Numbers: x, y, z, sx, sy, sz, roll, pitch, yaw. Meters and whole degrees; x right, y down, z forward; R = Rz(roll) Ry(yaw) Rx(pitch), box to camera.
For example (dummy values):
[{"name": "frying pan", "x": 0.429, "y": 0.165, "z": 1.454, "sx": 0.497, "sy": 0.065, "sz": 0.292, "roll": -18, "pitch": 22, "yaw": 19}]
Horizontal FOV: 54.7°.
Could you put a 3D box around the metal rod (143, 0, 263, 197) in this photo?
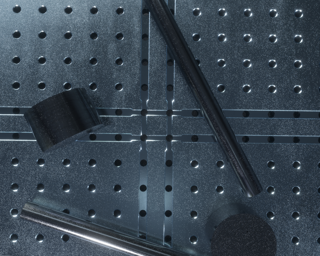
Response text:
[{"name": "metal rod", "x": 0.057, "y": -0.046, "z": 0.413, "sx": 0.025, "sy": 0.025, "sz": 0.299, "roll": -28, "pitch": 90, "yaw": 0}]

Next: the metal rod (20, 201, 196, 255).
[{"name": "metal rod", "x": -0.036, "y": 0.157, "z": 0.413, "sx": 0.302, "sy": 0.025, "sz": 0.025, "roll": 19, "pitch": 90, "yaw": 0}]

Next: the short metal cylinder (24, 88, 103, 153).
[{"name": "short metal cylinder", "x": -0.118, "y": -0.009, "z": 0.385, "sx": 0.080, "sy": 0.080, "sz": 0.050, "roll": -27, "pitch": 90, "yaw": 0}]

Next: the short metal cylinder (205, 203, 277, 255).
[{"name": "short metal cylinder", "x": 0.102, "y": 0.143, "z": 0.402, "sx": 0.081, "sy": 0.050, "sz": 0.079, "roll": 0, "pitch": 90, "yaw": 0}]
